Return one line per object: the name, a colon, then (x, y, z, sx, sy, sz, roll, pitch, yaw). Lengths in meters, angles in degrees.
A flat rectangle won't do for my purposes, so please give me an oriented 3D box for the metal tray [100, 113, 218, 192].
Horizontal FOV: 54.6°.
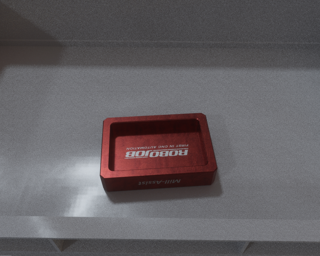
metal tray: (-0.004, 0.027, 0.379, 0.131, 0.030, 0.090, -3, 50, -3)
